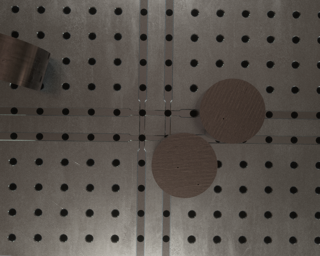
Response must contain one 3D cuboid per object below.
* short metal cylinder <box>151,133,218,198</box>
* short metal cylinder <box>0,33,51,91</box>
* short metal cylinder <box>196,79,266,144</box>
[{"bbox_3d":[0.030,0.045,0.401,0.081,0.050,0.079,0,90,-1],"label":"short metal cylinder"},{"bbox_3d":[-0.183,-0.081,0.383,0.080,0.080,0.050,16,90,-1],"label":"short metal cylinder"},{"bbox_3d":[0.088,-0.021,0.402,0.081,0.050,0.079,0,90,-1],"label":"short metal cylinder"}]
